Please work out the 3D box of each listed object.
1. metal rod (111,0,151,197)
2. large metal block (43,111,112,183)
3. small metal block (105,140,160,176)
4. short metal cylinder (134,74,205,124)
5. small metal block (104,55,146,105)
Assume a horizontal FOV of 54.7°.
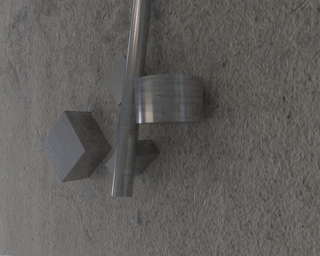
[{"bbox_3d":[-0.033,-0.066,0.393,0.025,0.025,0.299,-5,75,40],"label":"metal rod"},{"bbox_3d":[-0.135,0.029,0.500,0.080,0.050,0.080,-49,61,29],"label":"large metal block"},{"bbox_3d":[-0.037,0.042,0.419,0.050,0.050,0.025,-49,61,29],"label":"small metal block"},{"bbox_3d":[0.011,-0.031,0.360,0.080,0.081,0.050,-2,89,40],"label":"short metal cylinder"},{"bbox_3d":[-0.047,-0.067,0.444,0.050,0.025,0.050,-44,64,31],"label":"small metal block"}]
